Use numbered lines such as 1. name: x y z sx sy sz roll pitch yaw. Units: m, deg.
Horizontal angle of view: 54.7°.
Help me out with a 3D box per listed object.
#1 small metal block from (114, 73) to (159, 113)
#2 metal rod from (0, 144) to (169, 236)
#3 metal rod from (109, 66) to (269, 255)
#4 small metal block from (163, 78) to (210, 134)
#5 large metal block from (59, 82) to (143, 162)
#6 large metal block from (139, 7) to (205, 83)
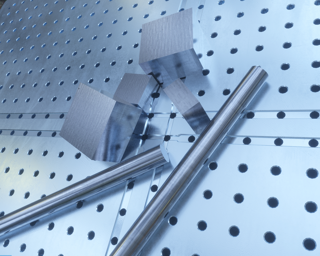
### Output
1. small metal block: -0.037 -0.053 0.460 0.050 0.025 0.050 11 67 33
2. metal rod: -0.127 0.094 0.417 0.300 0.025 0.025 -25 53 12
3. metal rod: 0.032 0.048 0.361 0.025 0.025 0.300 31 79 38
4. small metal block: 0.035 -0.027 0.391 0.025 0.050 0.050 -36 51 4
5. large metal block: -0.082 -0.008 0.424 0.080 0.050 0.080 28 98 37
6. large metal block: 0.019 -0.119 0.456 0.080 0.050 0.080 -11 57 22
